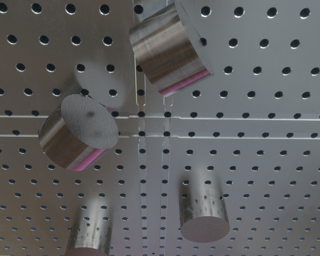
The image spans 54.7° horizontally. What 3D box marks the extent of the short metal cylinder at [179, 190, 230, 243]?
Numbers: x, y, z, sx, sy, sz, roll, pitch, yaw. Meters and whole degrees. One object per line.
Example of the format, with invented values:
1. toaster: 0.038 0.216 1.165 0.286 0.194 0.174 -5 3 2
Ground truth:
1. short metal cylinder: 0.074 0.151 0.525 0.081 0.050 0.079 -1 130 0

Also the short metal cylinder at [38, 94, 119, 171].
1. short metal cylinder: -0.098 0.005 0.379 0.080 0.080 0.050 35 122 -26

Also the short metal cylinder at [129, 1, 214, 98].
1. short metal cylinder: 0.013 -0.077 0.310 0.050 0.080 0.080 -26 126 20

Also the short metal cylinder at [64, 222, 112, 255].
1. short metal cylinder: -0.133 0.221 0.582 0.081 0.050 0.079 0 130 0
